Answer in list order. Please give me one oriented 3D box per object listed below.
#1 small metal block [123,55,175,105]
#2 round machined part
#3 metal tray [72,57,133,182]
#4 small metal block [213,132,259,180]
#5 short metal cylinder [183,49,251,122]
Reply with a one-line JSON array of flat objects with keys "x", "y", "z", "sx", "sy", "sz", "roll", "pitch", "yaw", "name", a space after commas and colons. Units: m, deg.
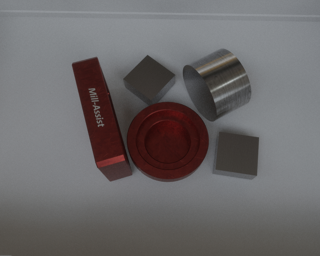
[{"x": -0.014, "y": -0.065, "z": 0.431, "sx": 0.050, "sy": 0.025, "sz": 0.050, "roll": 38, "pitch": 75, "yaw": 14, "name": "small metal block"}, {"x": 0.009, "y": 0.020, "z": 0.390, "sx": 0.099, "sy": 0.042, "sz": 0.098, "roll": 0, "pitch": 70, "yaw": -1, "name": "round machined part"}, {"x": -0.068, "y": -0.008, "z": 0.375, "sx": 0.030, "sy": 0.090, "sz": 0.130, "roll": -16, "pitch": 71, "yaw": -6, "name": "metal tray"}, {"x": 0.097, "y": 0.036, "z": 0.396, "sx": 0.050, "sy": 0.025, "sz": 0.050, "roll": 8, "pitch": 70, "yaw": 4, "name": "small metal block"}, {"x": 0.072, "y": -0.055, "z": 0.400, "sx": 0.050, "sy": 0.080, "sz": 0.080, "roll": -28, "pitch": 73, "yaw": -10, "name": "short metal cylinder"}]
